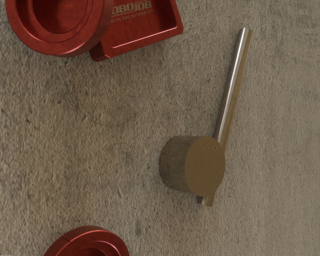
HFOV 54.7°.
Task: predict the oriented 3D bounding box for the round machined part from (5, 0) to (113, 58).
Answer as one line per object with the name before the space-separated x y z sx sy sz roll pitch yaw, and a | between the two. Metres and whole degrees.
round machined part | -0.091 -0.116 0.295 0.042 0.098 0.097 -27 111 -76

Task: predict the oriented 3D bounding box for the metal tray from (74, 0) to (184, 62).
metal tray | -0.036 -0.141 0.372 0.131 0.030 0.089 -30 109 -36

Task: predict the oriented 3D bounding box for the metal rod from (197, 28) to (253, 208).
metal rod | 0.107 -0.024 0.497 0.025 0.025 0.299 26 74 -37

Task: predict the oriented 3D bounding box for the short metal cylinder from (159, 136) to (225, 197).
short metal cylinder | 0.045 0.050 0.429 0.081 0.050 0.079 0 90 -40

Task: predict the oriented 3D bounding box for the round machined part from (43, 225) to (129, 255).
round machined part | -0.083 0.152 0.326 0.099 0.042 0.097 0 90 -40
